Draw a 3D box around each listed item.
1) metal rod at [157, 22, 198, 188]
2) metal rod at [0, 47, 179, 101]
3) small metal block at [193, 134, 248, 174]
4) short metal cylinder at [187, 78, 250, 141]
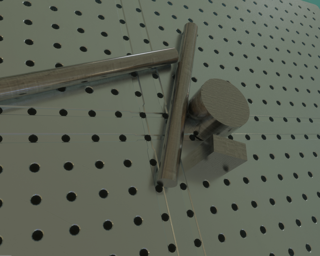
[{"bbox_3d":[0.031,-0.054,0.457,0.025,0.025,0.300,22,53,-15],"label":"metal rod"},{"bbox_3d":[-0.094,-0.072,0.401,0.302,0.025,0.025,-20,73,-36],"label":"metal rod"},{"bbox_3d":[0.079,0.036,0.412,0.050,0.050,0.025,16,55,-19],"label":"small metal block"},{"bbox_3d":[0.082,-0.025,0.451,0.081,0.050,0.080,14,56,-21],"label":"short metal cylinder"}]
